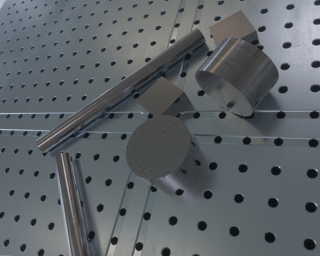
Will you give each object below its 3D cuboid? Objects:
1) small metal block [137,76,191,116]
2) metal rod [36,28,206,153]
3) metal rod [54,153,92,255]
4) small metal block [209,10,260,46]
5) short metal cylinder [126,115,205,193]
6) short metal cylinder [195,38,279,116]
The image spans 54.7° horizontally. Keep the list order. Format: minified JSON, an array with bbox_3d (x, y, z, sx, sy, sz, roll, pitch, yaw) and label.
[{"bbox_3d":[0.005,-0.037,0.429,0.050,0.025,0.050,-46,51,-4],"label":"small metal block"},{"bbox_3d":[-0.063,-0.055,0.474,0.300,0.025,0.025,-34,51,5],"label":"metal rod"},{"bbox_3d":[-0.094,0.152,0.364,0.025,0.025,0.300,-31,52,8],"label":"metal rod"},{"bbox_3d":[0.103,-0.130,0.434,0.050,0.025,0.050,-26,53,11],"label":"small metal block"},{"bbox_3d":[0.007,0.031,0.369,0.080,0.050,0.080,-13,56,21],"label":"short metal cylinder"},{"bbox_3d":[0.089,-0.058,0.362,0.080,0.080,0.050,33,81,38],"label":"short metal cylinder"}]
